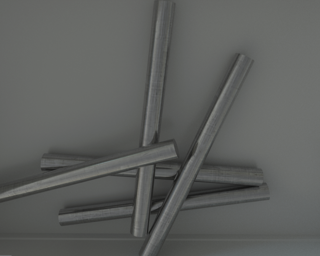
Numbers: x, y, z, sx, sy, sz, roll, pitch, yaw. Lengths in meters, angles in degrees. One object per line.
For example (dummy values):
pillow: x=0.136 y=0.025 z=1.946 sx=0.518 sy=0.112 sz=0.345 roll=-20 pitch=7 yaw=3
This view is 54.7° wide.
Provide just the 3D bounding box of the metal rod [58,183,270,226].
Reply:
metal rod: x=0.005 y=0.111 z=0.451 sx=0.302 sy=0.025 sz=0.025 roll=-8 pitch=110 yaw=2

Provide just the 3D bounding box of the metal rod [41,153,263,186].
metal rod: x=-0.009 y=0.058 z=0.431 sx=0.302 sy=0.025 sz=0.025 roll=4 pitch=110 yaw=-2

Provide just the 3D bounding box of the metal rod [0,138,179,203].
metal rod: x=-0.123 y=0.064 z=0.405 sx=0.301 sy=0.025 sz=0.025 roll=-15 pitch=110 yaw=11

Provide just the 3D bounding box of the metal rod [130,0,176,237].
metal rod: x=-0.012 y=-0.001 z=0.391 sx=0.025 sy=0.025 sz=0.298 roll=6 pitch=104 yaw=-3

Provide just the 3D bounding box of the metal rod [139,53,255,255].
metal rod: x=0.043 y=0.046 z=0.406 sx=0.025 sy=0.025 sz=0.298 roll=23 pitch=100 yaw=-9
